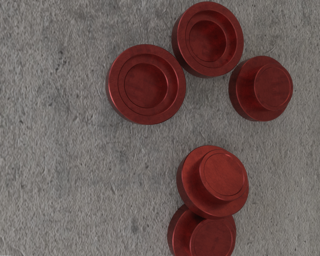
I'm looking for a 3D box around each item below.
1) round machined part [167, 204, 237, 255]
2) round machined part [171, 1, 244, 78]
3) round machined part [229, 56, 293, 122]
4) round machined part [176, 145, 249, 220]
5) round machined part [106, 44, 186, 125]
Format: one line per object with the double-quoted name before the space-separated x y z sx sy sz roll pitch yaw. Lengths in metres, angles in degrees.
"round machined part" 0.063 0.149 0.423 0.099 0.042 0.097 0 90 -20
"round machined part" 0.061 -0.116 0.422 0.099 0.042 0.097 0 90 -20
"round machined part" 0.155 -0.058 0.457 0.099 0.042 0.097 0 90 -20
"round machined part" 0.075 0.067 0.407 0.099 0.042 0.098 9 61 -16
"round machined part" -0.020 -0.053 0.392 0.099 0.042 0.097 0 90 -20
